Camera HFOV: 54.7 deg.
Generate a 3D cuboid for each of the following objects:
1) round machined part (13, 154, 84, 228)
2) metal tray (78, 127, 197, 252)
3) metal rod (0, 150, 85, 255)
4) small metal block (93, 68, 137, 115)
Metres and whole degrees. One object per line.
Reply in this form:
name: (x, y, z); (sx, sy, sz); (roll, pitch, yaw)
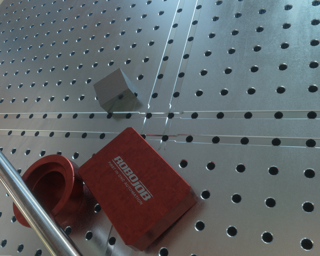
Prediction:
round machined part: (-0.143, 0.088, 0.416); (0.098, 0.042, 0.098); (-13, 56, 21)
metal tray: (-0.031, 0.067, 0.373); (0.090, 0.030, 0.130); (-41, 51, -8)
metal rod: (-0.159, 0.094, 0.377); (0.300, 0.025, 0.025); (32, 79, 37)
small metal block: (-0.070, -0.057, 0.478); (0.050, 0.025, 0.050); (-31, 52, 7)
